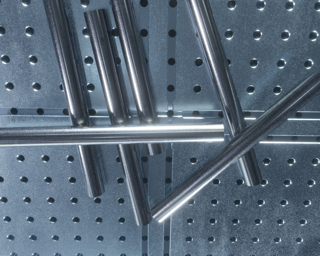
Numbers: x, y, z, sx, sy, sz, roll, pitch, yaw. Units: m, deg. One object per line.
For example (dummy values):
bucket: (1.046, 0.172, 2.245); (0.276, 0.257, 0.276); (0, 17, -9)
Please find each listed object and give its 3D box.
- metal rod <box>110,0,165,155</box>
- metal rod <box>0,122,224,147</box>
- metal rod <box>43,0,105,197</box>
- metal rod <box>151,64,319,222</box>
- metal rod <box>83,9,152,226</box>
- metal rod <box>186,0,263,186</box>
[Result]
metal rod: (-0.036, -0.105, 0.374); (0.025, 0.025, 0.298); (-11, 110, 4)
metal rod: (-0.073, 0.009, 0.388); (0.302, 0.025, 0.025); (-2, 110, 0)
metal rod: (-0.109, -0.046, 0.395); (0.025, 0.025, 0.298); (-6, 110, 2)
metal rod: (0.092, 0.032, 0.401); (0.025, 0.025, 0.299); (39, 115, -13)
metal rod: (-0.051, 0.001, 0.413); (0.025, 0.025, 0.298); (-10, 110, 3)
metal rod: (0.081, -0.056, 0.393); (0.025, 0.025, 0.299); (-19, 109, 7)
